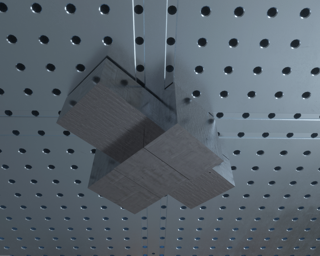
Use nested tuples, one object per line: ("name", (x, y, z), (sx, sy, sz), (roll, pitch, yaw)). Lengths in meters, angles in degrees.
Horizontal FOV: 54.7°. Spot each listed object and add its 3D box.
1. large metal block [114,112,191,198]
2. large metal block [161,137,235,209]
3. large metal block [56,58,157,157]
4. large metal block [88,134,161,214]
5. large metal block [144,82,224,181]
("large metal block", (-0.009, 0.031, 0.402), (0.050, 0.080, 0.080), (-37, 122, 26))
("large metal block", (0.049, 0.064, 0.451), (0.080, 0.050, 0.080), (-36, 122, 27))
("large metal block", (-0.061, -0.022, 0.372), (0.080, 0.050, 0.080), (-37, 122, 28))
("large metal block", (-0.045, 0.058, 0.425), (0.050, 0.080, 0.080), (-37, 122, 26))
("large metal block", (0.028, 0.004, 0.380), (0.050, 0.080, 0.080), (-37, 122, 26))
